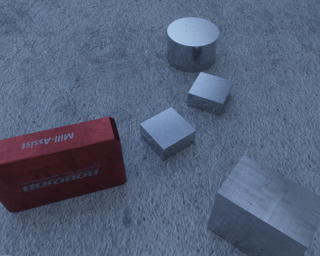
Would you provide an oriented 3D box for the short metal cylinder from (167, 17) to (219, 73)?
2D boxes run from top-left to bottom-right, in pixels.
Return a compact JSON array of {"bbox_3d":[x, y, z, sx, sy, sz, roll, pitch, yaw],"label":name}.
[{"bbox_3d":[0.052,-0.135,0.501,0.081,0.050,0.080,0,50,0],"label":"short metal cylinder"}]

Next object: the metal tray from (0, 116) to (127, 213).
[{"bbox_3d":[-0.105,0.041,0.325,0.131,0.089,0.030,-13,52,-11],"label":"metal tray"}]

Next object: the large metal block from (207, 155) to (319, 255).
[{"bbox_3d":[0.097,0.084,0.297,0.080,0.080,0.050,30,56,22],"label":"large metal block"}]

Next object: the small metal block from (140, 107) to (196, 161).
[{"bbox_3d":[0.010,0.007,0.397,0.050,0.025,0.050,-29,56,-23],"label":"small metal block"}]

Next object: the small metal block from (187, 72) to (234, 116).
[{"bbox_3d":[0.072,-0.050,0.445,0.050,0.025,0.050,20,53,16],"label":"small metal block"}]
